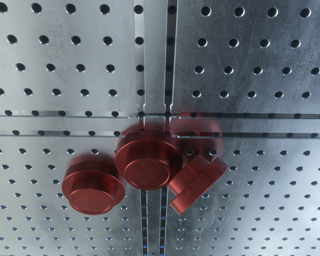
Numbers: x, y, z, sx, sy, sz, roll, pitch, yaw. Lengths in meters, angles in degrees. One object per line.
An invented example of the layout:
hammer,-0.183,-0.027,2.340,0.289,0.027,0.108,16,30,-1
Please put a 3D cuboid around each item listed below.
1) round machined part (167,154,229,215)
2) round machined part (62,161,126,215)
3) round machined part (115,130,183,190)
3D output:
round machined part,0.048,0.074,0.441,0.042,0.099,0.097,46,125,13
round machined part,-0.104,0.100,0.484,0.099,0.042,0.097,-1,130,0
round machined part,-0.016,0.052,0.445,0.099,0.042,0.097,-1,130,0
